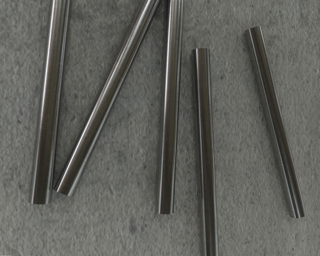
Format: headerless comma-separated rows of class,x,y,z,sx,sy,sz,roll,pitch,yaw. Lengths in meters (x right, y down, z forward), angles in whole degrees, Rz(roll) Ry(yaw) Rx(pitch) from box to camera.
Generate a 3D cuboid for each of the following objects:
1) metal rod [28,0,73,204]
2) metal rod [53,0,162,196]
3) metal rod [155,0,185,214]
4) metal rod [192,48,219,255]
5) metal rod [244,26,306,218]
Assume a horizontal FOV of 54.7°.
metal rod,-0.125,-0.063,0.363,0.025,0.025,0.298,6,88,-20
metal rod,-0.057,-0.060,0.388,0.025,0.025,0.299,26,81,-19
metal rod,0.014,-0.037,0.415,0.025,0.025,0.298,3,89,-20
metal rod,0.064,0.041,0.434,0.025,0.025,0.298,-3,91,-20
metal rod,0.179,-0.005,0.476,0.025,0.025,0.298,-18,96,-19
